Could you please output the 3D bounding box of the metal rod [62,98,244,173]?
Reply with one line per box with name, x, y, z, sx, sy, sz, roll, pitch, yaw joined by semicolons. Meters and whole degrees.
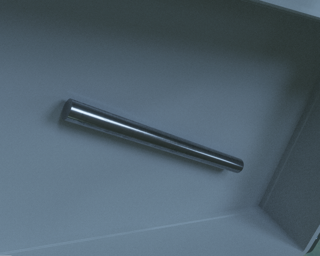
metal rod;0.014;0.021;0.426;0.302;0.025;0.025;20;108;-36
